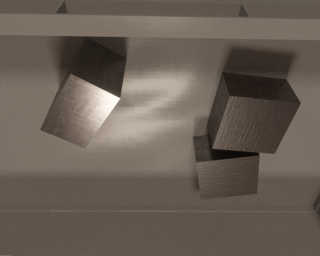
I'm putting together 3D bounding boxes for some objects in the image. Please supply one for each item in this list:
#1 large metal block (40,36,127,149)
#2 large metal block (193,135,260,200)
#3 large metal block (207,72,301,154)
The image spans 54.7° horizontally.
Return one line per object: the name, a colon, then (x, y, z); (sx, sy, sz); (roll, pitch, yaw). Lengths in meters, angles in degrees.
large metal block: (-0.081, -0.039, 0.339); (0.050, 0.080, 0.080); (27, 125, -21)
large metal block: (0.093, 0.053, 0.440); (0.080, 0.050, 0.080); (-7, 130, 5)
large metal block: (0.109, -0.017, 0.380); (0.081, 0.050, 0.079); (5, 130, -5)
